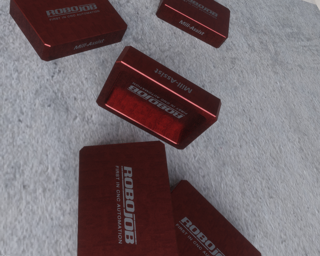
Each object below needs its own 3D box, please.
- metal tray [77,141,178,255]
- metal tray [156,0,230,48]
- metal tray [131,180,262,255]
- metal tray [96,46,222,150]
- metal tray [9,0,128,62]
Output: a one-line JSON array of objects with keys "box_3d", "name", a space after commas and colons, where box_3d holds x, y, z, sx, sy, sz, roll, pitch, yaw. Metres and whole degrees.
[{"box_3d": [-0.034, 0.080, 0.314, 0.091, 0.030, 0.130, -4, 61, -5], "name": "metal tray"}, {"box_3d": [0.064, -0.211, 0.566, 0.131, 0.030, 0.090, 23, 53, -15], "name": "metal tray"}, {"box_3d": [0.043, 0.134, 0.344, 0.130, 0.030, 0.090, 45, 51, 2], "name": "metal tray"}, {"box_3d": [-0.004, -0.031, 0.380, 0.131, 0.090, 0.030, 29, 52, -10], "name": "metal tray"}, {"box_3d": [-0.122, -0.149, 0.427, 0.131, 0.030, 0.090, -29, 78, -38], "name": "metal tray"}]
